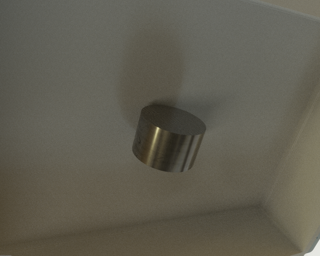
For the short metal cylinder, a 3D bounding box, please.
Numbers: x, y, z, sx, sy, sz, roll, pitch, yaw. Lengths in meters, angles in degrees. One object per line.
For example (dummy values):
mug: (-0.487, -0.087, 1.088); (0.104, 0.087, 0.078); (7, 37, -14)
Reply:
short metal cylinder: (0.010, 0.011, 0.381); (0.081, 0.080, 0.050); (2, 118, -29)
